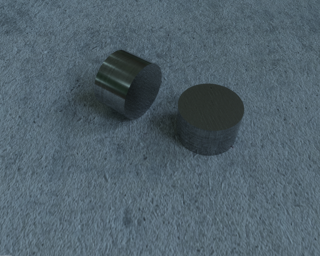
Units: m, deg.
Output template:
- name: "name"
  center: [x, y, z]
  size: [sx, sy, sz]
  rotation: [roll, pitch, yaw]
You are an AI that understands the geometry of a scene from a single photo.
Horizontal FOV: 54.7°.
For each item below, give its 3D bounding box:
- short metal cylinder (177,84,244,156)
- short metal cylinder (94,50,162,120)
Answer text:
- name: "short metal cylinder"
  center: [0.062, -0.012, 0.397]
  size: [0.080, 0.050, 0.080]
  rotation: [0, 50, 0]
- name: "short metal cylinder"
  center: [-0.041, -0.058, 0.416]
  size: [0.050, 0.080, 0.080]
  rotation: [29, 56, 22]
